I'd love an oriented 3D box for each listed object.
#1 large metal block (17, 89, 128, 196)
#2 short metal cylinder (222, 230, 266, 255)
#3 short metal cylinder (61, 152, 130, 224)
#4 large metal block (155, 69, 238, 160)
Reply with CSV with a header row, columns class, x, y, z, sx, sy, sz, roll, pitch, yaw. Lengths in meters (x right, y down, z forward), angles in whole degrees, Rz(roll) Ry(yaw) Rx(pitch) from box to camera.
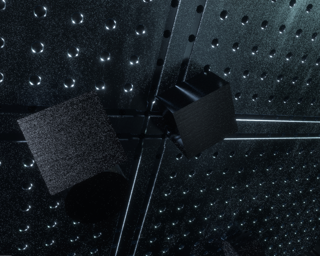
class,x,y,z,sx,sy,sz,roll,pitch,yaw
large metal block,-0.090,0.016,0.330,0.080,0.050,0.080,-25,87,-13
short metal cylinder,0.169,0.254,0.625,0.050,0.080,0.080,-21,127,-16
short metal cylinder,-0.084,0.073,0.394,0.081,0.050,0.079,-14,124,-21
large metal block,0.050,-0.018,0.411,0.080,0.050,0.080,-29,128,-10
